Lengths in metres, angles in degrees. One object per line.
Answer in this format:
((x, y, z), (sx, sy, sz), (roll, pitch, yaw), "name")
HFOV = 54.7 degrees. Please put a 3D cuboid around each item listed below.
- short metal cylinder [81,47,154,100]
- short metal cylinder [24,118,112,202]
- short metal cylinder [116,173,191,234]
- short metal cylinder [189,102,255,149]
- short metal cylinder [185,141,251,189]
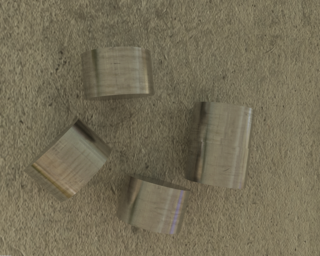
((-0.049, -0.061, 0.362), (0.081, 0.080, 0.050), (-5, 92, -20), "short metal cylinder")
((-0.100, 0.034, 0.343), (0.050, 0.080, 0.080), (47, 76, -14), "short metal cylinder")
((-0.008, 0.090, 0.377), (0.081, 0.080, 0.050), (16, 85, -19), "short metal cylinder")
((0.081, -0.003, 0.410), (0.081, 0.080, 0.050), (9, 87, -20), "short metal cylinder")
((0.075, 0.047, 0.407), (0.081, 0.080, 0.050), (9, 87, -20), "short metal cylinder")
